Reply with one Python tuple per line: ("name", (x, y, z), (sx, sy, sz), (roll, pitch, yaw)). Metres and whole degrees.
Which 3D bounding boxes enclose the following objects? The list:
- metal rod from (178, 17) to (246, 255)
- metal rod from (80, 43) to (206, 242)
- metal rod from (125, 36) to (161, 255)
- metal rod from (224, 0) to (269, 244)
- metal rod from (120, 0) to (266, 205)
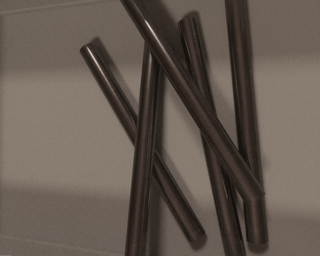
("metal rod", (0.064, 0.010, 0.387), (0.025, 0.025, 0.298), (-13, 86, 19))
("metal rod", (-0.028, 0.012, 0.419), (0.025, 0.025, 0.299), (-34, 79, 16))
("metal rod", (-0.019, 0.024, 0.389), (0.025, 0.025, 0.298), (1, 80, 19))
("metal rod", (0.104, -0.014, 0.373), (0.025, 0.025, 0.298), (-5, 88, 19))
("metal rod", (0.031, -0.048, 0.371), (0.025, 0.025, 0.299), (-34, 79, 16))
